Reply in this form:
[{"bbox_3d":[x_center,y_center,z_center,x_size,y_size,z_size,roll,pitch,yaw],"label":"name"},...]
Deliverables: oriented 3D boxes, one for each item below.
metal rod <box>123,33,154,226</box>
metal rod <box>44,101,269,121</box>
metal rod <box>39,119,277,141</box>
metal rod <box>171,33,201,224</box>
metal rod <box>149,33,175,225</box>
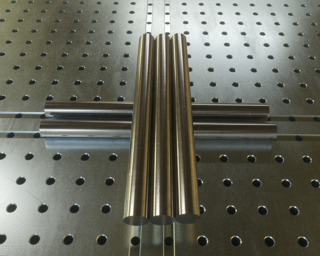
[{"bbox_3d":[-0.022,-0.025,0.396,0.025,0.025,0.300,1,50,0],"label":"metal rod"},{"bbox_3d":[-0.004,-0.024,0.428,0.302,0.025,0.025,1,50,0],"label":"metal rod"},{"bbox_3d":[-0.002,0.003,0.405,0.302,0.025,0.025,1,50,0],"label":"metal rod"},{"bbox_3d":[0.028,-0.026,0.398,0.025,0.025,0.300,1,50,0],"label":"metal rod"},{"bbox_3d":[0.003,-0.025,0.397,0.025,0.025,0.300,1,50,0],"label":"metal rod"}]
